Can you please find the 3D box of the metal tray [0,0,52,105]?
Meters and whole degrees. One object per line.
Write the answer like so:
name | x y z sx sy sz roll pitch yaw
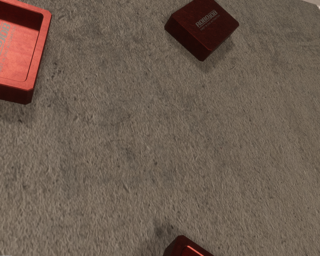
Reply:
metal tray | -0.184 -0.096 0.360 0.091 0.030 0.130 13 56 -22

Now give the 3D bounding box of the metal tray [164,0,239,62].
metal tray | 0.079 -0.184 0.558 0.090 0.030 0.131 43 51 1

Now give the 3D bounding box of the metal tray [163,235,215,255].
metal tray | 0.054 0.177 0.297 0.130 0.030 0.090 34 34 2
